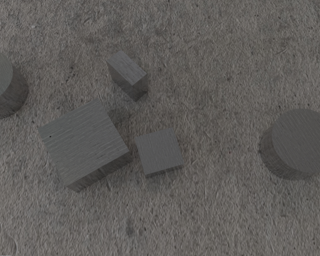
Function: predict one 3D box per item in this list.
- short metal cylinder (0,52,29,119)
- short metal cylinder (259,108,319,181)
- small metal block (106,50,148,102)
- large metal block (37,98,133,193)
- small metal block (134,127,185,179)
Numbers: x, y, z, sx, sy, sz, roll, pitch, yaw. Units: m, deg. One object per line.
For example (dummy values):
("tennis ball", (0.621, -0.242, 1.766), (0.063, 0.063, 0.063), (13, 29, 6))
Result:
("short metal cylinder", (-0.226, -0.057, 0.414), (0.081, 0.050, 0.080), (0, 70, 0))
("short metal cylinder", (0.172, 0.022, 0.388), (0.081, 0.050, 0.080), (0, 70, 0))
("small metal block", (-0.043, -0.070, 0.420), (0.025, 0.050, 0.050), (-42, 76, -14))
("large metal block", (-0.091, 0.022, 0.386), (0.080, 0.050, 0.080), (-29, 73, -10))
("small metal block", (-0.001, 0.032, 0.397), (0.050, 0.025, 0.050), (-15, 71, -6))
